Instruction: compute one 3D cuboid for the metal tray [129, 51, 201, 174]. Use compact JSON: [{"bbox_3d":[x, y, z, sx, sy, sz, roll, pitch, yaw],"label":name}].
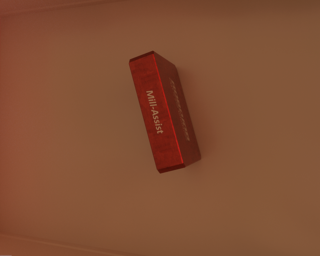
[{"bbox_3d":[0.009,-0.017,0.370,0.030,0.090,0.129,-17,85,18],"label":"metal tray"}]
